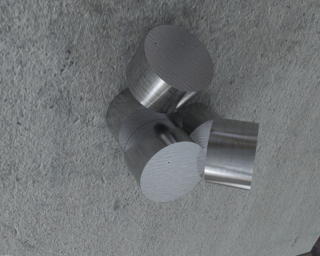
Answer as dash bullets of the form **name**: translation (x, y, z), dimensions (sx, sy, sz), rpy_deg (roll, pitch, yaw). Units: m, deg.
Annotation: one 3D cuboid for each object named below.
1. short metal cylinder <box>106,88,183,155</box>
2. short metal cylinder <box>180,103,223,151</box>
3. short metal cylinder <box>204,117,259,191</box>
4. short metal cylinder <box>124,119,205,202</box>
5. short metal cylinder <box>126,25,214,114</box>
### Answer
- **short metal cylinder**: translation (-0.020, -0.006, 0.379), dimensions (0.081, 0.050, 0.079), rpy_deg (-14, 125, -21)
- **short metal cylinder**: translation (0.055, 0.011, 0.430), dimensions (0.081, 0.050, 0.079), rpy_deg (-14, 125, -21)
- **short metal cylinder**: translation (0.085, 0.030, 0.366), dimensions (0.050, 0.080, 0.079), rpy_deg (8, 124, 16)
- **short metal cylinder**: translation (0.005, 0.037, 0.354), dimensions (0.081, 0.050, 0.079), rpy_deg (-14, 125, -21)
- **short metal cylinder**: translation (0.010, -0.062, 0.333), dimensions (0.081, 0.080, 0.050), rpy_deg (0, 157, -29)
